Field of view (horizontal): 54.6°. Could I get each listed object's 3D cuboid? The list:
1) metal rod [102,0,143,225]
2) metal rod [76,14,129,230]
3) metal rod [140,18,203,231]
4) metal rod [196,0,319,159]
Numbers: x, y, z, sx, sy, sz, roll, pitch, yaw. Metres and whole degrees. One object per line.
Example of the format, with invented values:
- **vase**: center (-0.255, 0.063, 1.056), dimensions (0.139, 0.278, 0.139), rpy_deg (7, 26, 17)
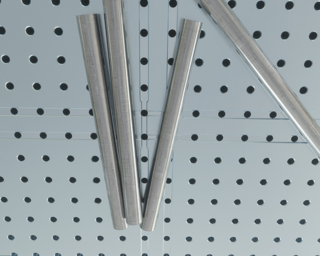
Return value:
- **metal rod**: center (-0.045, -0.008, 0.403), dimensions (0.025, 0.025, 0.298), rpy_deg (-3, 108, 1)
- **metal rod**: center (-0.072, 0.006, 0.415), dimensions (0.025, 0.025, 0.298), rpy_deg (-5, 110, 2)
- **metal rod**: center (0.010, 0.010, 0.417), dimensions (0.025, 0.025, 0.298), rpy_deg (10, 110, -4)
- **metal rod**: center (0.138, -0.064, 0.390), dimensions (0.025, 0.025, 0.300), rpy_deg (-40, 106, 13)
